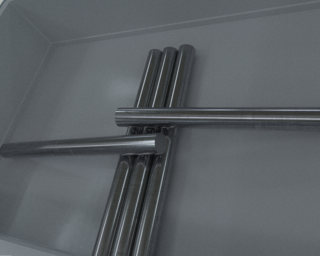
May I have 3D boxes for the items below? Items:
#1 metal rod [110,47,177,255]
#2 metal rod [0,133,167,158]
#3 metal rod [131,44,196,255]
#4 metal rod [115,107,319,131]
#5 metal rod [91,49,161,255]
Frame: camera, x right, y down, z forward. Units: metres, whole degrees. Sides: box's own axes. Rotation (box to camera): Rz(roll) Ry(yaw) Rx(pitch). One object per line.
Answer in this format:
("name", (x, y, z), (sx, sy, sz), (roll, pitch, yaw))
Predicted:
("metal rod", (-0.014, 0.018, 0.399), (0.025, 0.025, 0.300), (-1, 61, 27))
("metal rod", (-0.126, 0.028, 0.430), (0.300, 0.025, 0.025), (-4, 60, 32))
("metal rod", (0.009, 0.018, 0.387), (0.025, 0.025, 0.300), (-1, 61, 27))
("metal rod", (0.089, -0.011, 0.341), (0.301, 0.025, 0.025), (1, 62, 21))
("metal rod", (-0.035, 0.019, 0.410), (0.025, 0.025, 0.300), (-1, 61, 27))
